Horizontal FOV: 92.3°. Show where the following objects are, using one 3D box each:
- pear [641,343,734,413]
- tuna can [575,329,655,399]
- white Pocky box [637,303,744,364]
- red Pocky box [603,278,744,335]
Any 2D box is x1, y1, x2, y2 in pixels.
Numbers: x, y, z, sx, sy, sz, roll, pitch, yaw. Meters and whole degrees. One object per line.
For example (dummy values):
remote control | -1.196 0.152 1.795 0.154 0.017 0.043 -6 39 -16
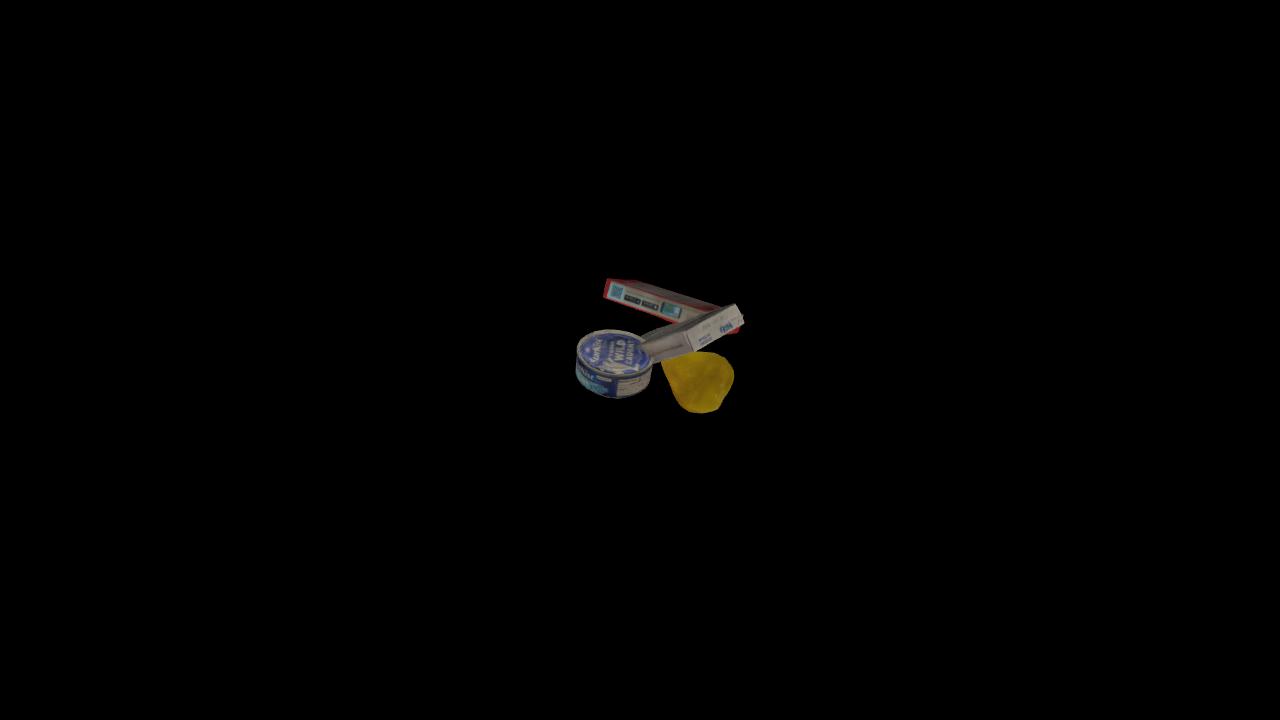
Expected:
pear | 0.058 0.017 0.760 0.111 0.080 0.080 28 2 4
tuna can | -0.028 0.003 0.663 0.084 0.034 0.084 6 36 -5
white Pocky box | 0.035 -0.022 0.686 0.084 0.028 0.154 -30 8 -34
red Pocky box | 0.040 -0.065 0.742 0.155 0.028 0.083 21 15 24
